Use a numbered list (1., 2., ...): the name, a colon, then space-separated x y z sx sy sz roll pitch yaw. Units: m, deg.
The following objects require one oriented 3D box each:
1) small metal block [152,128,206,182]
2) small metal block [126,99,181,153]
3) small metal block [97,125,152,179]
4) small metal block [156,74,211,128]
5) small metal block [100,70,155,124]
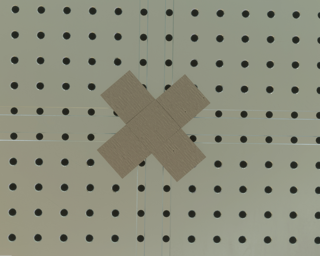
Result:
1. small metal block: 0.025 0.035 0.414 0.050 0.025 0.050 -41 91 0
2. small metal block: -0.009 -0.002 0.412 0.050 0.025 0.050 -41 91 0
3. small metal block: -0.046 0.031 0.413 0.050 0.025 0.050 -41 91 0
4. small metal block: 0.030 -0.035 0.413 0.050 0.025 0.050 -41 91 0
5. small metal block: -0.042 -0.040 0.413 0.050 0.025 0.050 -41 91 0
